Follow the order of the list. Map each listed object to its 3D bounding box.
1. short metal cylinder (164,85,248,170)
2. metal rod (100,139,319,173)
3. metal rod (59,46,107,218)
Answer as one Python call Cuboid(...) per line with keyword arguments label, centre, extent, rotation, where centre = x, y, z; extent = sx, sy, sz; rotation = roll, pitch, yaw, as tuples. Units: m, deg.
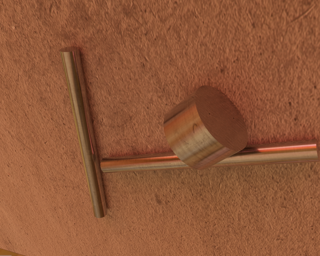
Cuboid(label="short metal cylinder", centre=(0.051, 0.000, 0.344), extent=(0.080, 0.080, 0.050), rotation=(48, 129, -6))
Cuboid(label="metal rod", centre=(0.042, 0.041, 0.409), extent=(0.300, 0.025, 0.025), rotation=(-8, 115, 31))
Cuboid(label="metal rod", centre=(-0.113, 0.025, 0.481), extent=(0.025, 0.025, 0.298), rotation=(11, 123, 22))
